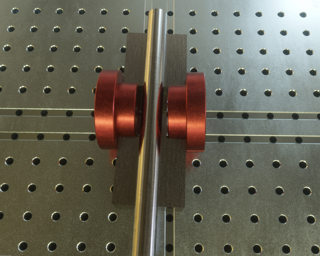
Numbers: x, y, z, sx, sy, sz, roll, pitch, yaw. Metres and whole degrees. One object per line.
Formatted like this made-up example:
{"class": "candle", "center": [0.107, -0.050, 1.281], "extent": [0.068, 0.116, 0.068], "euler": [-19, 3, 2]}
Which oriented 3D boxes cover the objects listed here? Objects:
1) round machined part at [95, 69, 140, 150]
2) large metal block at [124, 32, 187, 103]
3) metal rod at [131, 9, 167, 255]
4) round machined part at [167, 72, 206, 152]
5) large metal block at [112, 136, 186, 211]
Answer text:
{"class": "round machined part", "center": [-0.048, -0.022, 0.380], "extent": [0.042, 0.098, 0.098], "euler": [2, 70, 1]}
{"class": "large metal block", "center": [-0.005, -0.082, 0.428], "extent": [0.080, 0.050, 0.080], "euler": [2, 70, 0]}
{"class": "metal rod", "center": [-0.010, -0.010, 0.362], "extent": [0.025, 0.025, 0.299], "euler": [3, 70, 1]}
{"class": "round machined part", "center": [0.032, -0.019, 0.380], "extent": [0.042, 0.098, 0.098], "euler": [0, 70, 5]}
{"class": "large metal block", "center": [-0.011, 0.057, 0.377], "extent": [0.080, 0.050, 0.080], "euler": [3, 70, 1]}
